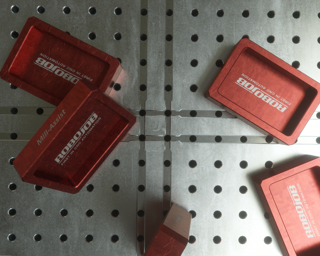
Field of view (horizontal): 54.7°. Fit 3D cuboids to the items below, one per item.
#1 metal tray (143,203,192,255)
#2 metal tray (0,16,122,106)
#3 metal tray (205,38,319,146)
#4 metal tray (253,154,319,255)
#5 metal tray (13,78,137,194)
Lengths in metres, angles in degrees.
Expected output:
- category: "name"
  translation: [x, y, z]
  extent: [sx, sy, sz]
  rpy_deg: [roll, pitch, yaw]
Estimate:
- category: "metal tray"
  translation: [0.001, 0.144, 0.359]
  extent: [0.030, 0.130, 0.090]
  rpy_deg: [30, 90, 8]
- category: "metal tray"
  translation: [-0.128, -0.076, 0.409]
  extent: [0.131, 0.030, 0.090]
  rpy_deg: [27, 90, -1]
- category: "metal tray"
  translation: [0.138, -0.047, 0.412]
  extent: [0.130, 0.030, 0.090]
  rpy_deg: [32, 90, -1]
- category: "metal tray"
  translation: [0.193, 0.111, 0.413]
  extent: [0.090, 0.030, 0.129]
  rpy_deg: [-22, 90, -1]
- category: "metal tray"
  translation: [-0.099, 0.015, 0.378]
  extent: [0.130, 0.090, 0.030]
  rpy_deg: [-51, 54, 1]
